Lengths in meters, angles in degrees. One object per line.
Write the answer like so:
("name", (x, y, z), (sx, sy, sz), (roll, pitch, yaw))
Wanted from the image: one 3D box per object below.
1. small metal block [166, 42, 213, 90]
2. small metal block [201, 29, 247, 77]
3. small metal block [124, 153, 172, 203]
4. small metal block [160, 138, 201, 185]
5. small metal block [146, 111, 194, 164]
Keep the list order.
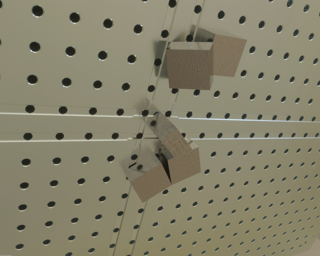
("small metal block", (0.037, -0.074, 0.370), (0.050, 0.025, 0.050), (5, 126, 16))
("small metal block", (0.076, -0.095, 0.396), (0.050, 0.025, 0.050), (0, 119, -29))
("small metal block", (-0.017, 0.073, 0.449), (0.050, 0.025, 0.050), (-30, 129, -9))
("small metal block", (0.031, 0.050, 0.461), (0.050, 0.025, 0.050), (-21, 127, -16))
("small metal block", (0.013, 0.012, 0.411), (0.025, 0.050, 0.050), (-40, 130, -2))
